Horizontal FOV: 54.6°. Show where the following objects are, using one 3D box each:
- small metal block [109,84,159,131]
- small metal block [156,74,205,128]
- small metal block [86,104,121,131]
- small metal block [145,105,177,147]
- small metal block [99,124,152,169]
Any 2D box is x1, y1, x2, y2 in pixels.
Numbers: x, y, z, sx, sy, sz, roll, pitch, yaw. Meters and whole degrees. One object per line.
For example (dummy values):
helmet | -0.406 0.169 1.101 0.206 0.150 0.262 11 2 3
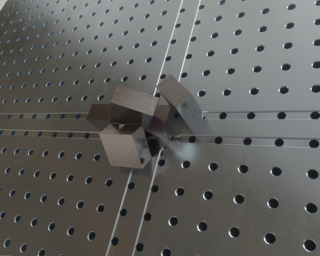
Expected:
small metal block | -0.033 -0.024 0.380 0.050 0.050 0.025 18 67 -4
small metal block | 0.027 -0.034 0.400 0.025 0.050 0.050 -40 51 1
small metal block | -0.065 -0.010 0.433 0.050 0.050 0.025 1 63 30
small metal block | -0.009 -0.003 0.416 0.050 0.025 0.050 2 63 28
small metal block | -0.044 0.023 0.399 0.050 0.050 0.025 1 31 29
